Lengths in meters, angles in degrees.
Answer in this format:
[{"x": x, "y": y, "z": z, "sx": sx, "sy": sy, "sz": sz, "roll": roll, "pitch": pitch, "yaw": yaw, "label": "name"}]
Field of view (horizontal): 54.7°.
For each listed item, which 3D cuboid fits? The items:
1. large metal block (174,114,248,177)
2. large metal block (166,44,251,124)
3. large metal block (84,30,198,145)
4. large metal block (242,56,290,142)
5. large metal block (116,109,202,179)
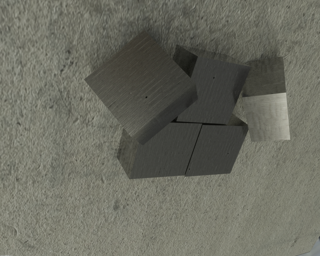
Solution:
[{"x": 0.068, "y": 0.020, "z": 0.441, "sx": 0.081, "sy": 0.050, "sz": 0.079, "roll": 1, "pitch": 118, "yaw": -30, "label": "large metal block"}, {"x": 0.055, "y": -0.053, "z": 0.391, "sx": 0.081, "sy": 0.050, "sz": 0.079, "roll": 3, "pitch": 117, "yaw": -30, "label": "large metal block"}, {"x": -0.018, "y": -0.041, "z": 0.330, "sx": 0.080, "sy": 0.080, "sz": 0.050, "roll": -40, "pitch": 164, "yaw": -1, "label": "large metal block"}, {"x": 0.146, "y": -0.039, "z": 0.423, "sx": 0.050, "sy": 0.080, "sz": 0.080, "roll": -5, "pitch": 132, "yaw": 23, "label": "large metal block"}, {"x": -0.003, "y": 0.017, "z": 0.402, "sx": 0.081, "sy": 0.050, "sz": 0.079, "roll": 1, "pitch": 118, "yaw": -30, "label": "large metal block"}]
